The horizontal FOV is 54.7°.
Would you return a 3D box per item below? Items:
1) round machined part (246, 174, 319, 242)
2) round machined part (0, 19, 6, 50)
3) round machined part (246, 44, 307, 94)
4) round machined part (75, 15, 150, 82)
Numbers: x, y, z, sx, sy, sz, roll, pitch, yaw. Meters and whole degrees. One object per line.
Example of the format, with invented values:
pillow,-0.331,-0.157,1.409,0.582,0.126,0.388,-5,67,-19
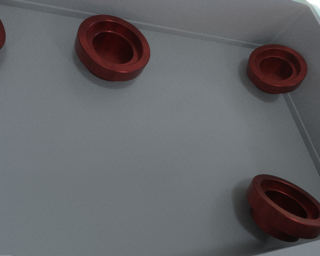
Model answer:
round machined part,0.156,0.105,0.395,0.099,0.042,0.098,18,23,-7
round machined part,-0.221,-0.106,0.325,0.098,0.042,0.098,38,35,-32
round machined part,0.202,-0.099,0.548,0.099,0.042,0.098,0,58,1
round machined part,-0.066,-0.103,0.422,0.099,0.042,0.098,14,56,-21
